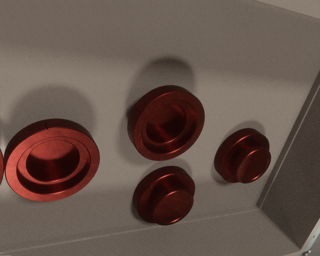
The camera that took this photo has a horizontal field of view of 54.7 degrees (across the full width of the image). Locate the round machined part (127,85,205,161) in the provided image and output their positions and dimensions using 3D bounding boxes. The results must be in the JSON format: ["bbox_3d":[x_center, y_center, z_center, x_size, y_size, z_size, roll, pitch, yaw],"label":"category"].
[{"bbox_3d":[0.004,-0.010,0.396,0.099,0.042,0.097,-14,125,-21],"label":"round machined part"}]

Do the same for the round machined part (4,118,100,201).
[{"bbox_3d":[-0.122,0.032,0.350,0.099,0.042,0.097,-15,126,-22],"label":"round machined part"}]

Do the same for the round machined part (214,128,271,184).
[{"bbox_3d":[0.142,0.052,0.511,0.099,0.042,0.097,-14,125,-21],"label":"round machined part"}]

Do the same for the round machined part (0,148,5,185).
[{"bbox_3d":[-0.197,0.038,0.283,0.099,0.042,0.097,5,81,-36],"label":"round machined part"}]

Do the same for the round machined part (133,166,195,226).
[{"bbox_3d":[0.012,0.110,0.474,0.099,0.042,0.097,-14,125,-21],"label":"round machined part"}]
